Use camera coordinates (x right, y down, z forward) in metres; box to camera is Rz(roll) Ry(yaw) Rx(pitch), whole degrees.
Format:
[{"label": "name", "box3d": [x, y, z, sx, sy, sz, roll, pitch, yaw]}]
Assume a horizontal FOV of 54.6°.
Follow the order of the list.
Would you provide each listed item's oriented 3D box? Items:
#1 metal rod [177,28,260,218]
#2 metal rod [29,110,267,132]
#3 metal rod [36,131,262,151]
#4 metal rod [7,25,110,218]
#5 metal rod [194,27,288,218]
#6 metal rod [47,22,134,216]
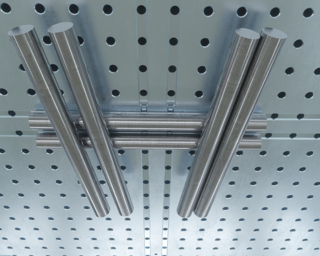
[{"label": "metal rod", "box3d": [0.062, 0.020, 0.397, 0.025, 0.025, 0.298, 7, 130, -6]}, {"label": "metal rod", "box3d": [-0.014, -0.009, 0.405, 0.302, 0.025, 0.025, 1, 130, -1]}, {"label": "metal rod", "box3d": [-0.014, 0.018, 0.427, 0.302, 0.025, 0.025, 1, 130, -1]}, {"label": "metal rod", "box3d": [-0.112, 0.018, 0.394, 0.025, 0.025, 0.299, -6, 130, 5]}, {"label": "metal rod", "box3d": [0.088, 0.020, 0.397, 0.025, 0.025, 0.298, 7, 130, -6]}, {"label": "metal rod", "box3d": [-0.075, 0.016, 0.392, 0.025, 0.025, 0.299, -6, 130, 5]}]
